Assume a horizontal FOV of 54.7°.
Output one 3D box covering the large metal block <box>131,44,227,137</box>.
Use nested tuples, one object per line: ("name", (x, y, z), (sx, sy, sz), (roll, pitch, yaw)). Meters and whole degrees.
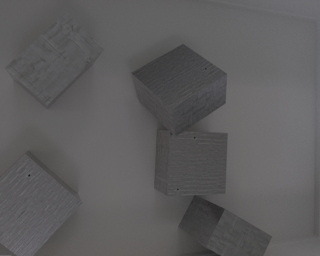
("large metal block", (0.024, -0.049, 0.383), (0.080, 0.080, 0.050), (-33, 144, -17))

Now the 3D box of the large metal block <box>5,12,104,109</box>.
("large metal block", (-0.114, -0.068, 0.339), (0.050, 0.080, 0.080), (45, 76, -15))

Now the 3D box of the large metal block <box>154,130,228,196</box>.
("large metal block", (0.040, 0.044, 0.412), (0.081, 0.050, 0.080), (3, 89, -20))

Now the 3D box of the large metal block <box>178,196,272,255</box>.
("large metal block", (0.084, 0.137, 0.412), (0.080, 0.080, 0.050), (33, 80, -17))

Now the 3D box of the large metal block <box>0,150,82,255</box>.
("large metal block", (-0.147, 0.083, 0.343), (0.080, 0.050, 0.080), (46, 76, -14))
